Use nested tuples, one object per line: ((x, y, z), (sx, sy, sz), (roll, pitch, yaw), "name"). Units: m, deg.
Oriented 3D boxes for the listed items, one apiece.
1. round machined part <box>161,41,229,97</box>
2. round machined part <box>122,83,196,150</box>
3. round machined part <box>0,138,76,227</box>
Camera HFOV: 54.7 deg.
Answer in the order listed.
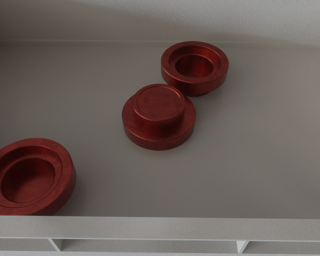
((0.051, -0.085, 0.465), (0.099, 0.042, 0.098), (0, 50, 0), "round machined part")
((-0.001, -0.022, 0.412), (0.099, 0.042, 0.098), (0, 50, 0), "round machined part")
((-0.142, 0.062, 0.341), (0.099, 0.042, 0.098), (0, 50, 0), "round machined part")
